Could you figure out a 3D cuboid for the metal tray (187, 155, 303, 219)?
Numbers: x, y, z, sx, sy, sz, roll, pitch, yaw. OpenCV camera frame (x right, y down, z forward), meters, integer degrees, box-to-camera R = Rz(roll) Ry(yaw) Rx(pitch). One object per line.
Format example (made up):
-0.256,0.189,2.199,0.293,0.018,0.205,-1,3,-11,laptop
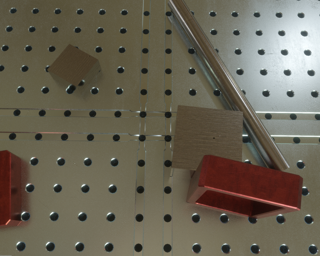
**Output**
0.081,0.068,0.332,0.090,0.130,0.030,13,71,4,metal tray

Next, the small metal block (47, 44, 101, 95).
-0.121,-0.084,0.441,0.050,0.025,0.050,30,72,10,small metal block

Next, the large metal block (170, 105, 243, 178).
0.058,0.021,0.391,0.080,0.050,0.080,6,70,2,large metal block

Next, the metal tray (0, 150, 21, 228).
-0.242,0.082,0.376,0.131,0.030,0.090,-8,70,-4,metal tray

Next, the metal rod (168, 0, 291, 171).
0.089,-0.071,0.438,0.025,0.025,0.299,-25,72,-9,metal rod
